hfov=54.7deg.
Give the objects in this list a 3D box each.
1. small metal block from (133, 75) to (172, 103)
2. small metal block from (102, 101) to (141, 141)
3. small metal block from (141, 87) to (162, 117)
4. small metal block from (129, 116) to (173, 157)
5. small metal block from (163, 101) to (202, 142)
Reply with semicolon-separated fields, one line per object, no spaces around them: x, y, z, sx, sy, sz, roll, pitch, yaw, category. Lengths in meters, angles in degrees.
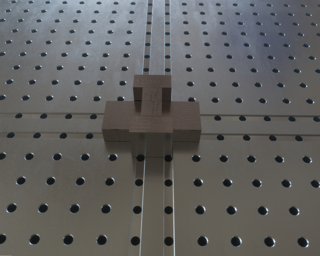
-0.010;-0.046;0.430;0.050;0.050;0.025;1;50;0;small metal block
-0.048;-0.010;0.415;0.050;0.025;0.050;0;50;0;small metal block
-0.010;-0.018;0.405;0.025;0.050;0.050;1;50;0;small metal block
-0.010;0.011;0.381;0.050;0.050;0.025;1;50;0;small metal block
0.028;-0.009;0.415;0.050;0.025;0.050;1;50;0;small metal block
